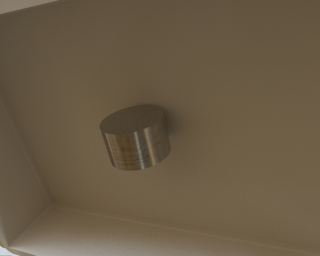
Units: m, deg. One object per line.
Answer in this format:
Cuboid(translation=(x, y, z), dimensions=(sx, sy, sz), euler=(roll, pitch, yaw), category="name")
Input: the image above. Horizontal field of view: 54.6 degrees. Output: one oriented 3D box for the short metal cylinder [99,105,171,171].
Cuboid(translation=(-0.030, 0.010, 0.392), dimensions=(0.080, 0.080, 0.050), euler=(2, 119, 27), category="short metal cylinder")
